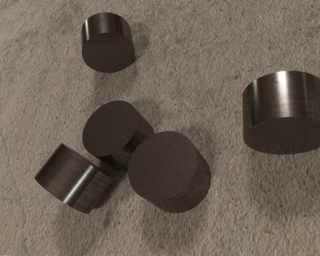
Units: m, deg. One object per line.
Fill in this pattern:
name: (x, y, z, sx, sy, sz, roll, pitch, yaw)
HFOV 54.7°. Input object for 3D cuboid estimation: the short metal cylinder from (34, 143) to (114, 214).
short metal cylinder: (-0.105, 0.062, 0.384, 0.080, 0.080, 0.050, 27, 77, 37)

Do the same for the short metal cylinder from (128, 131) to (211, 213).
short metal cylinder: (0.012, 0.050, 0.350, 0.080, 0.050, 0.080, -13, 56, 20)

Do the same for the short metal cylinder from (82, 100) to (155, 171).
short metal cylinder: (-0.054, 0.011, 0.408, 0.080, 0.050, 0.080, -13, 56, 20)

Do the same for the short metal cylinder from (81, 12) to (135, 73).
short metal cylinder: (-0.084, -0.134, 0.493, 0.080, 0.080, 0.050, -22, 54, 14)

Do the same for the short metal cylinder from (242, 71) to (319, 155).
short metal cylinder: (0.125, -0.012, 0.310, 0.080, 0.080, 0.050, -7, 59, 24)
